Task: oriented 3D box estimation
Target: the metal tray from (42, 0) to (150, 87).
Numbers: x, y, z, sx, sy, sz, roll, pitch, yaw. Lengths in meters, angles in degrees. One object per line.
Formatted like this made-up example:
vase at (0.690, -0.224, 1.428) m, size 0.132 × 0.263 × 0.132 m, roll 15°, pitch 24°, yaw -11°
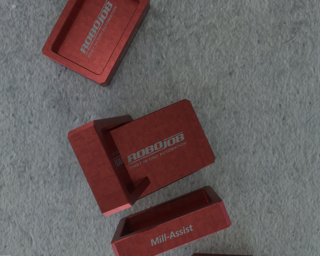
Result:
metal tray at (-0.081, -0.131, 0.406) m, size 0.090 × 0.030 × 0.130 m, roll 28°, pitch 90°, yaw -1°

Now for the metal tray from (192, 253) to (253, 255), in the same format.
metal tray at (0.084, 0.237, 0.409) m, size 0.091 × 0.030 × 0.129 m, roll 3°, pitch 90°, yaw -1°

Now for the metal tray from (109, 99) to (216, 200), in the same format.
metal tray at (-0.007, 0.028, 0.393) m, size 0.131 × 0.030 × 0.090 m, roll -24°, pitch 90°, yaw -13°

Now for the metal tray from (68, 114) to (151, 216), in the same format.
metal tray at (-0.047, 0.034, 0.355) m, size 0.030 × 0.130 × 0.090 m, roll -24°, pitch 90°, yaw 12°

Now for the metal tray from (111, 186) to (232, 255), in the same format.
metal tray at (0.012, 0.115, 0.377) m, size 0.131 × 0.090 × 0.030 m, roll -21°, pitch 90°, yaw -1°
